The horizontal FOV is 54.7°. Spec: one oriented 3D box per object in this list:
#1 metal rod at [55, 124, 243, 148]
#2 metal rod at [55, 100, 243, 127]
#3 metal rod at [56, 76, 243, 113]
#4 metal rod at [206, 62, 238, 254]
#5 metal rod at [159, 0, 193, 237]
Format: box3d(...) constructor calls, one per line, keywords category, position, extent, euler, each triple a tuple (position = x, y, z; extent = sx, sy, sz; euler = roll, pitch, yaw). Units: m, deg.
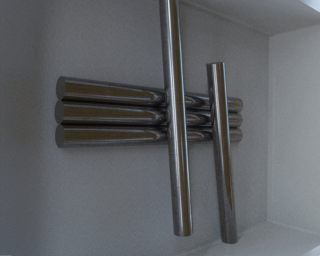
box3d(category="metal rod", position=(0.012, 0.010, 0.417), extent=(0.302, 0.025, 0.025), euler=(1, 90, -40))
box3d(category="metal rod", position=(0.012, -0.015, 0.417), extent=(0.302, 0.025, 0.025), euler=(1, 90, -40))
box3d(category="metal rod", position=(0.013, -0.039, 0.418), extent=(0.302, 0.025, 0.025), euler=(1, 90, -40))
box3d(category="metal rod", position=(0.095, 0.054, 0.461), extent=(0.025, 0.025, 0.298), euler=(-20, 110, -38))
box3d(category="metal rod", position=(0.021, -0.013, 0.391), extent=(0.025, 0.025, 0.298), euler=(-7, 94, -40))
